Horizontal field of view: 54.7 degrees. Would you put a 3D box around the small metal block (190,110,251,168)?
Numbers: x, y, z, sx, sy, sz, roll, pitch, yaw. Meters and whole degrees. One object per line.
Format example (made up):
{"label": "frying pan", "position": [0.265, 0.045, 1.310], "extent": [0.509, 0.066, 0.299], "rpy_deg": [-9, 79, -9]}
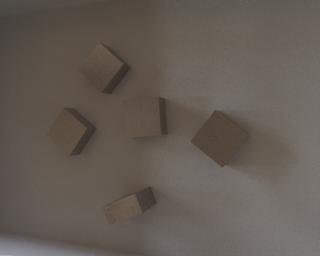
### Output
{"label": "small metal block", "position": [0.075, 0.013, 0.384], "extent": [0.050, 0.025, 0.050], "rpy_deg": [40, 102, 15]}

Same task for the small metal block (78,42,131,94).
{"label": "small metal block", "position": [-0.078, -0.084, 0.438], "extent": [0.050, 0.025, 0.050], "rpy_deg": [44, 103, 14]}

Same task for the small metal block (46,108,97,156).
{"label": "small metal block", "position": [-0.130, 0.005, 0.457], "extent": [0.050, 0.025, 0.050], "rpy_deg": [39, 102, 16]}

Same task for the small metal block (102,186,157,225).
{"label": "small metal block", "position": [-0.039, 0.102, 0.411], "extent": [0.050, 0.050, 0.025], "rpy_deg": [-25, 82, 18]}

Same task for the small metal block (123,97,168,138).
{"label": "small metal block", "position": [-0.019, -0.014, 0.417], "extent": [0.050, 0.025, 0.050], "rpy_deg": [-5, 88, 20]}
